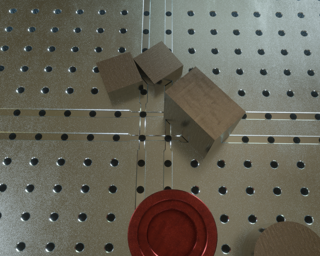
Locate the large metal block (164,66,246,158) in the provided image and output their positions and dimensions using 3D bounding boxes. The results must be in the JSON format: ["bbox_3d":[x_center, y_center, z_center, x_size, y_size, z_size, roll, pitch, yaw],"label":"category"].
[{"bbox_3d":[0.051,-0.017,0.389,0.050,0.080,0.080,-41,75,-13],"label":"large metal block"}]

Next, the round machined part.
[{"bbox_3d":[0.014,0.123,0.358,0.099,0.042,0.098,0,70,-1],"label":"round machined part"}]

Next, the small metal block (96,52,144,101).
[{"bbox_3d":[-0.056,-0.073,0.438,0.050,0.025,0.050,-21,72,-8],"label":"small metal block"}]

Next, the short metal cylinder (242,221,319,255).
[{"bbox_3d":[0.138,0.147,0.346,0.081,0.050,0.080,0,70,0],"label":"short metal cylinder"}]

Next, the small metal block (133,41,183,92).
[{"bbox_3d":[-0.003,-0.088,0.444,0.050,0.025,0.050,-35,74,-12],"label":"small metal block"}]
